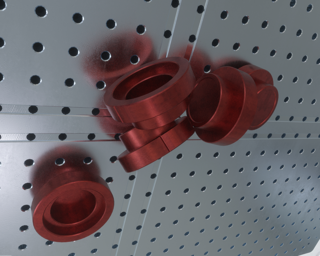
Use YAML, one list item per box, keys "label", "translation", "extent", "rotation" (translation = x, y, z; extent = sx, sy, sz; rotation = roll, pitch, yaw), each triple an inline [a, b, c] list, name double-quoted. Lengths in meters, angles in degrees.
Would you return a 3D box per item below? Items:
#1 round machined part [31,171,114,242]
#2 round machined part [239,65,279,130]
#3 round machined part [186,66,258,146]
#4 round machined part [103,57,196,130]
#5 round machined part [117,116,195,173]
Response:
- label: "round machined part"
  translation: [-0.112, 0.095, 0.397]
  extent: [0.099, 0.042, 0.097]
  rotation: [-14, 124, -21]
- label: "round machined part"
  translation: [0.127, -0.036, 0.436]
  extent: [0.099, 0.042, 0.097]
  rotation: [-22, 131, -28]
- label: "round machined part"
  translation: [0.069, -0.029, 0.383]
  extent: [0.042, 0.098, 0.097]
  rotation: [14, 111, -28]
- label: "round machined part"
  translation: [-0.008, -0.034, 0.335]
  extent: [0.098, 0.098, 0.042]
  rotation: [-31, 120, -9]
- label: "round machined part"
  translation: [-0.010, 0.010, 0.376]
  extent: [0.098, 0.098, 0.042]
  rotation: [-32, 94, -8]
